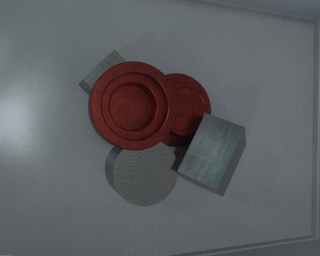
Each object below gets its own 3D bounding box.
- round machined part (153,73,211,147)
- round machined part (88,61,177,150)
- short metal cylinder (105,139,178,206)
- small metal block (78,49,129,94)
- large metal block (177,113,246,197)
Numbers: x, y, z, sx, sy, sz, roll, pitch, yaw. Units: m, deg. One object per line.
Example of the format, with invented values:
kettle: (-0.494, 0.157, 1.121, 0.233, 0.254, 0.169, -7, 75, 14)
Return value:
round machined part: (0.025, -0.024, 0.408, 0.099, 0.042, 0.097, 0, 90, -21)
round machined part: (-0.033, -0.024, 0.357, 0.099, 0.042, 0.097, 0, 90, -21)
short metal cylinder: (-0.024, 0.052, 0.388, 0.081, 0.050, 0.079, 0, 90, -21)
small metal block: (-0.068, -0.063, 0.370, 0.025, 0.050, 0.050, 46, 76, -15)
large metal block: (0.071, 0.038, 0.400, 0.050, 0.080, 0.080, 23, 79, 22)
